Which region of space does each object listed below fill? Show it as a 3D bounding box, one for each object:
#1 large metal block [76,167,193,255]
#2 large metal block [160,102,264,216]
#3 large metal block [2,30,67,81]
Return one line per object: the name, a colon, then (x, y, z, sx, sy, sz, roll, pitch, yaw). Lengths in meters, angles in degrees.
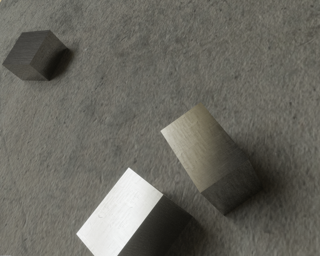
large metal block: (-0.022, 0.099, 0.318, 0.050, 0.080, 0.080, 31, 79, 37)
large metal block: (0.054, 0.033, 0.319, 0.050, 0.080, 0.080, -36, 51, 4)
large metal block: (-0.240, -0.138, 0.595, 0.080, 0.050, 0.080, 6, 65, 30)
